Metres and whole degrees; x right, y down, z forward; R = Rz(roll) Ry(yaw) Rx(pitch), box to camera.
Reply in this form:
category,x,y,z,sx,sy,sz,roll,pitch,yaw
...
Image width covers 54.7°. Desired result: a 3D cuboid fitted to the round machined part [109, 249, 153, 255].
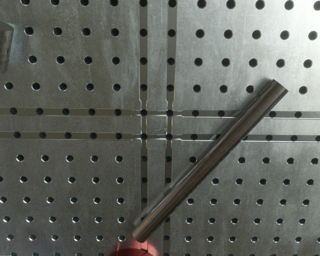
category,x,y,z,sx,sy,sz,roll,pitch,yaw
round machined part,-0.047,0.246,0.494,0.099,0.042,0.097,0,110,0

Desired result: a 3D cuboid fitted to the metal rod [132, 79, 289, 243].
category,x,y,z,sx,sy,sz,roll,pitch,yaw
metal rod,0.061,0.055,0.434,0.025,0.025,0.299,37,106,-13

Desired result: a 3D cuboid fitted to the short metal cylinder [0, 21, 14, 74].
category,x,y,z,sx,sy,sz,roll,pitch,yaw
short metal cylinder,-0.211,-0.097,0.346,0.080,0.080,0.050,17,109,-7
